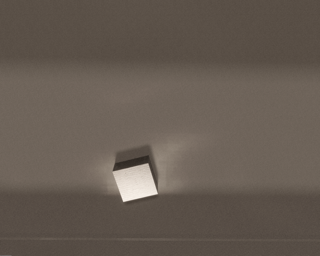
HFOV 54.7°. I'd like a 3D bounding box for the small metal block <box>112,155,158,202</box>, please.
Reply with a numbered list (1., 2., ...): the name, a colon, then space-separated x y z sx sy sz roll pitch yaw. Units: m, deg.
1. small metal block: -0.034 0.071 0.437 0.050 0.025 0.050 -14 110 4
